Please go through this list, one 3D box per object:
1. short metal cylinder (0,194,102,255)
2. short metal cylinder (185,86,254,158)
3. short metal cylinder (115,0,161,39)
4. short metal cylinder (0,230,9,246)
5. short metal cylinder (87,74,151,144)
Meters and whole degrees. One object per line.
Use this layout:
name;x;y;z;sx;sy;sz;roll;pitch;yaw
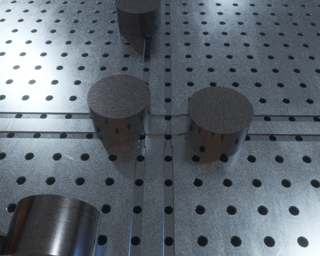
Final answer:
short metal cylinder;-0.098;0.102;0.285;0.081;0.080;0.050;2;50;1
short metal cylinder;0.074;-0.008;0.399;0.081;0.050;0.080;0;50;0
short metal cylinder;-0.039;-0.207;0.565;0.081;0.050;0.080;0;50;0
short metal cylinder;-0.182;0.116;0.272;0.050;0.080;0.080;29;56;22
short metal cylinder;-0.052;-0.026;0.413;0.081;0.050;0.080;0;50;0
